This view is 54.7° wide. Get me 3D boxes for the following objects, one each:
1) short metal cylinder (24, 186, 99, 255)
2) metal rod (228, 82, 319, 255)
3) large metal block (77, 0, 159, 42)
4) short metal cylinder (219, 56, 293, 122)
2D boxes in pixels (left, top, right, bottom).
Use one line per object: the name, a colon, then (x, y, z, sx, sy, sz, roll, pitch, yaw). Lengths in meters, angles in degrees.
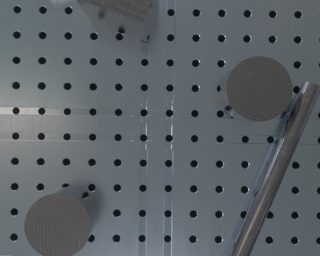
short metal cylinder: (-0.124, 0.119, 0.400, 0.081, 0.050, 0.079, 0, 90, 0)
metal rod: (0.145, 0.080, 0.414, 0.025, 0.025, 0.299, 23, 90, 0)
large metal block: (-0.048, -0.154, 0.385, 0.080, 0.080, 0.050, 20, 90, 0)
short metal cylinder: (0.121, -0.048, 0.402, 0.081, 0.050, 0.079, 0, 90, 0)
